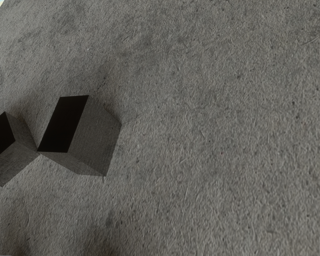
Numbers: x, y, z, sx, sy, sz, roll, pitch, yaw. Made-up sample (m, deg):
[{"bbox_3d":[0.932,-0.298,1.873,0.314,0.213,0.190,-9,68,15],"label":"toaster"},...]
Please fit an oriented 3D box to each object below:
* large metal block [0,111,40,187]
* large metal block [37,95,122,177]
[{"bbox_3d":[-0.253,0.034,0.501,0.080,0.050,0.080,-41,51,0],"label":"large metal block"},{"bbox_3d":[-0.103,0.012,0.415,0.050,0.080,0.080,0,62,28],"label":"large metal block"}]
